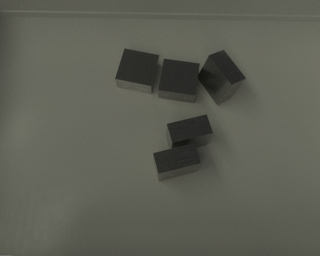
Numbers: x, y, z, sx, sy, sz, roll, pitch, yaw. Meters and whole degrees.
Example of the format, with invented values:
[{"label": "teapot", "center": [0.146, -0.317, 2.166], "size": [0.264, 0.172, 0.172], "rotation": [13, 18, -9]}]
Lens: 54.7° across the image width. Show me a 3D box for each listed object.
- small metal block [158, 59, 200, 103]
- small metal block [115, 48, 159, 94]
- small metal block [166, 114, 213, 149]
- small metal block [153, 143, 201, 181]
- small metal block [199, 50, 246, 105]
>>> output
[{"label": "small metal block", "center": [0.027, -0.066, 0.434], "size": [0.050, 0.025, 0.050], "rotation": [8, 70, 3]}, {"label": "small metal block", "center": [-0.031, -0.080, 0.439], "size": [0.050, 0.025, 0.050], "rotation": [12, 70, 4]}, {"label": "small metal block", "center": [0.036, 0.009, 0.394], "size": [0.050, 0.050, 0.025], "rotation": [-14, 71, -5]}, {"label": "small metal block", "center": [0.019, 0.043, 0.381], "size": [0.050, 0.050, 0.025], "rotation": [-13, 71, -5]}, {"label": "small metal block", "center": [0.082, -0.068, 0.420], "size": [0.025, 0.050, 0.050], "rotation": [-25, 72, -23]}]
